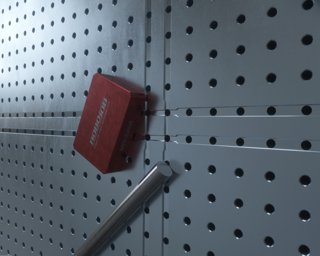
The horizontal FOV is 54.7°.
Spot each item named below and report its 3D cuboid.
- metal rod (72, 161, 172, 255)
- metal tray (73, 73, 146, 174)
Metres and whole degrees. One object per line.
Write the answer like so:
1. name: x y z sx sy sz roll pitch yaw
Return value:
1. metal rod: -0.079 0.154 0.472 0.298 0.025 0.025 -50 61 28
2. metal tray: -0.080 -0.008 0.470 0.090 0.030 0.129 32 109 35
